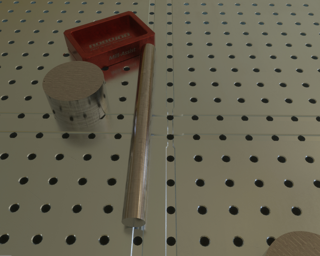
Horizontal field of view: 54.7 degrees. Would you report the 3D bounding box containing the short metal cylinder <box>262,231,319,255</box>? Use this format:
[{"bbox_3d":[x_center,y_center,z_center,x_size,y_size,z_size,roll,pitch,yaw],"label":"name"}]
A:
[{"bbox_3d":[0.127,0.140,0.274,0.080,0.050,0.080,0,50,0],"label":"short metal cylinder"}]

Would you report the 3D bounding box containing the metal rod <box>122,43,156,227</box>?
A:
[{"bbox_3d":[-0.023,-0.016,0.420,0.025,0.025,0.300,1,50,1],"label":"metal rod"}]

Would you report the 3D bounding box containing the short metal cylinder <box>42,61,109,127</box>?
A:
[{"bbox_3d":[-0.115,-0.048,0.431,0.080,0.050,0.080,0,50,0],"label":"short metal cylinder"}]

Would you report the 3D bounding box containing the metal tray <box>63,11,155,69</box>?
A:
[{"bbox_3d":[-0.085,-0.150,0.529,0.131,0.030,0.090,-25,55,-20],"label":"metal tray"}]
